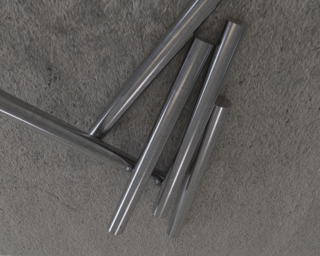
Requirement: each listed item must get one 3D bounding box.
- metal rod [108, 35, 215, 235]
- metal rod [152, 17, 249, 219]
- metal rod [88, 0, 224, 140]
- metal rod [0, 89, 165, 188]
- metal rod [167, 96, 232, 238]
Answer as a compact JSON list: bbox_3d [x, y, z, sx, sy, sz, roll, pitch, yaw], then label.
[{"bbox_3d":[-0.009,0.028,0.394,0.025,0.025,0.298,18,117,-15],"label":"metal rod"},{"bbox_3d":[0.039,0.010,0.396,0.025,0.025,0.298,12,123,-10],"label":"metal rod"},{"bbox_3d":[0.005,-0.084,0.335,0.025,0.025,0.299,30,124,-23],"label":"metal rod"},{"bbox_3d":[-0.091,0.020,0.387,0.025,0.025,0.301,-36,133,26],"label":"metal rod"},{"bbox_3d":[0.050,0.079,0.474,0.025,0.025,0.298,7,130,-6],"label":"metal rod"}]
